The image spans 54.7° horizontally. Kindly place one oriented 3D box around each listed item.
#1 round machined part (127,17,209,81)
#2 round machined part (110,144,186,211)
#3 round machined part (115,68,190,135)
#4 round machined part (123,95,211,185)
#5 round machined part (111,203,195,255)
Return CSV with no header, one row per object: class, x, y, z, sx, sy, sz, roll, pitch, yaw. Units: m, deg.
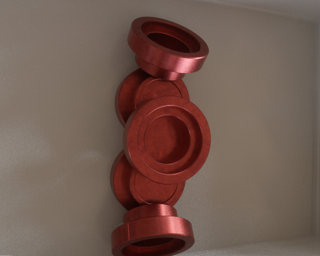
round machined part,0.007,-0.095,0.384,0.099,0.098,0.042,8,130,-20
round machined part,-0.011,0.065,0.396,0.099,0.042,0.097,0,90,-21
round machined part,-0.005,-0.032,0.398,0.099,0.042,0.097,0,90,-21
round machined part,0.005,0.013,0.357,0.099,0.042,0.097,0,90,-21
round machined part,-0.010,0.126,0.378,0.099,0.097,0.042,7,50,-20
